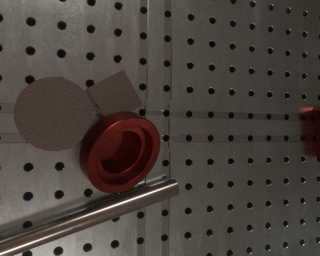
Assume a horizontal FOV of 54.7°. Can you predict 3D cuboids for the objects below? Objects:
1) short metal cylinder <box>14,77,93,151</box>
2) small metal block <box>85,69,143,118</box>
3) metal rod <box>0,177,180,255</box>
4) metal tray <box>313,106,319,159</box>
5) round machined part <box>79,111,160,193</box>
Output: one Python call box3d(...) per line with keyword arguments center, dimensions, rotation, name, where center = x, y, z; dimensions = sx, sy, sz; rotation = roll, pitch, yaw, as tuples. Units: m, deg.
box3d(center=(-0.121, -0.015, 0.355), dimensions=(0.081, 0.050, 0.079), rotation=(0, 90, -20), name="short metal cylinder")
box3d(center=(-0.058, -0.039, 0.392), dimensions=(0.050, 0.025, 0.050), rotation=(-32, 101, -18), name="small metal block")
box3d(center=(-0.116, 0.118, 0.370), dimensions=(0.302, 0.025, 0.025), rotation=(-16, 96, -20), name="metal rod")
box3d(center=(0.328, 0.001, 0.534), dimensions=(0.131, 0.030, 0.089), rotation=(-8, 93, -20), name="metal tray")
box3d(center=(-0.051, 0.025, 0.371), dimensions=(0.099, 0.042, 0.097), rotation=(-21, 125, -32), name="round machined part")
